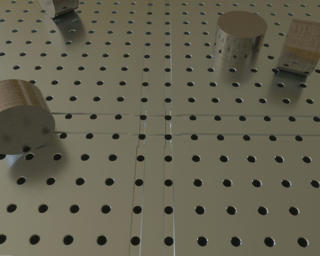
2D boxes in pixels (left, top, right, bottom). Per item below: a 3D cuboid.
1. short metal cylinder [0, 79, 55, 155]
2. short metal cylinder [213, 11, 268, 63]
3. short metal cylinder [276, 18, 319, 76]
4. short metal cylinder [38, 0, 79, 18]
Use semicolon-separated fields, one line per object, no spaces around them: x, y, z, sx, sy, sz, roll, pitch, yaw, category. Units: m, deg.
-0.177;-0.013;0.380;0.081;0.080;0.050;-24;54;-19;short metal cylinder
0.134;-0.154;0.523;0.081;0.050;0.080;0;50;0;short metal cylinder
0.219;-0.125;0.480;0.050;0.080;0.080;18;52;14;short metal cylinder
-0.198;-0.256;0.585;0.050;0.080;0.080;-34;58;-25;short metal cylinder
